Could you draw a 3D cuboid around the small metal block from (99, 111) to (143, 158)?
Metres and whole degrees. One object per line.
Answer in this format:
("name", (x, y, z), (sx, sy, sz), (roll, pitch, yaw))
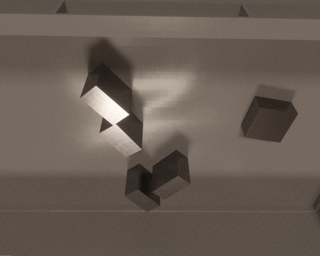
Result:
("small metal block", (-0.047, 0.000, 0.392), (0.025, 0.050, 0.050), (-28, 125, 21))

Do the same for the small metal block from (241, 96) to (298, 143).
("small metal block", (0.140, -0.011, 0.402), (0.050, 0.025, 0.050), (9, 130, -8))

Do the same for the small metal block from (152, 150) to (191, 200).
("small metal block", (0.015, 0.068, 0.451), (0.050, 0.050, 0.025), (-37, 121, 27))

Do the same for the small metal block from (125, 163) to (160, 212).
("small metal block", (-0.025, 0.090, 0.470), (0.025, 0.050, 0.050), (-31, 124, 23))

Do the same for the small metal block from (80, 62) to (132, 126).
("small metal block", (-0.060, -0.040, 0.358), (0.025, 0.050, 0.050), (-33, 123, 24))
